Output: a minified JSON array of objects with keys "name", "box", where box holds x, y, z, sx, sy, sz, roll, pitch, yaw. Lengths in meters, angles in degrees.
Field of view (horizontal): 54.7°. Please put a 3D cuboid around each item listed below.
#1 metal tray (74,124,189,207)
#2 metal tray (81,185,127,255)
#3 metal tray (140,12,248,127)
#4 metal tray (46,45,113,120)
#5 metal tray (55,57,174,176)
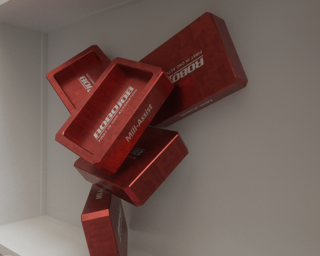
[{"name":"metal tray","box":[-0.040,0.037,0.384,0.130,0.090,0.030,9,138,50]},{"name":"metal tray","box":[-0.065,0.122,0.390,0.030,0.130,0.089,-12,100,-4]},{"name":"metal tray","box":[0.030,-0.065,0.379,0.130,0.030,0.090,-27,73,36]},{"name":"metal tray","box":[-0.096,-0.055,0.450,0.090,0.030,0.130,-35,61,-9]},{"name":"metal tray","box":[-0.054,-0.019,0.365,0.090,0.030,0.130,23,74,40]}]
